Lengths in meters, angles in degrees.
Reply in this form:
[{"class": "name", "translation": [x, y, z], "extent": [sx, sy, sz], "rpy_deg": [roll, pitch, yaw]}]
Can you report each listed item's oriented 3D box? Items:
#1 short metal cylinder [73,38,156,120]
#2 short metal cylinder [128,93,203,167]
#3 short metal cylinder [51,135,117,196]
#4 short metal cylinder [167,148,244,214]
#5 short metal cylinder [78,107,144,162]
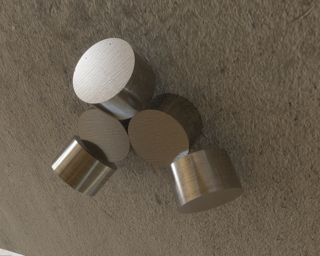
[{"class": "short metal cylinder", "translation": [-0.052, -0.055, 0.358], "extent": [0.080, 0.080, 0.050], "rpy_deg": [2, 162, 27]}, {"class": "short metal cylinder", "translation": [0.007, 0.002, 0.389], "extent": [0.080, 0.050, 0.079], "rpy_deg": [13, 124, 21]}, {"class": "short metal cylinder", "translation": [-0.110, 0.055, 0.457], "extent": [0.080, 0.080, 0.050], "rpy_deg": [39, 89, 1]}, {"class": "short metal cylinder", "translation": [0.054, 0.066, 0.377], "extent": [0.080, 0.081, 0.050], "rpy_deg": [-43, 52, 39]}, {"class": "short metal cylinder", "translation": [-0.064, 0.000, 0.425], "extent": [0.080, 0.050, 0.079], "rpy_deg": [13, 124, 21]}]
